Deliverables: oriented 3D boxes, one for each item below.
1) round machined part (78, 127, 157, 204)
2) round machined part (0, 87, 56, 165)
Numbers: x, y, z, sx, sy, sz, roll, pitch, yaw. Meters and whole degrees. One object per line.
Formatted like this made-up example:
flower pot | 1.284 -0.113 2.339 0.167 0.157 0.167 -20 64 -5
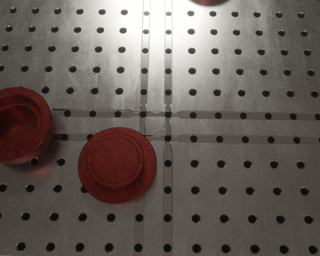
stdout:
round machined part | -0.053 0.044 0.386 0.099 0.042 0.098 0 70 -1
round machined part | -0.184 0.000 0.400 0.099 0.042 0.098 0 70 -1
